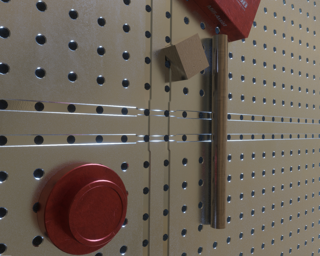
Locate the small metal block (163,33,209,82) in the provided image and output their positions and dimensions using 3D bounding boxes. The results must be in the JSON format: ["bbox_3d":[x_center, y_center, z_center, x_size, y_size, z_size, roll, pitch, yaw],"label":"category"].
[{"bbox_3d":[0.038,-0.100,0.441,0.050,0.025,0.050,-36,112,-34],"label":"small metal block"}]

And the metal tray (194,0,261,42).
[{"bbox_3d":[0.105,-0.213,0.493,0.130,0.030,0.090,34,69,-35],"label":"metal tray"}]

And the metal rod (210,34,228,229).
[{"bbox_3d":[0.093,0.005,0.486,0.025,0.025,0.298,1,90,-40],"label":"metal rod"}]

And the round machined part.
[{"bbox_3d":[-0.075,0.088,0.335,0.099,0.042,0.097,0,90,-40],"label":"round machined part"}]
